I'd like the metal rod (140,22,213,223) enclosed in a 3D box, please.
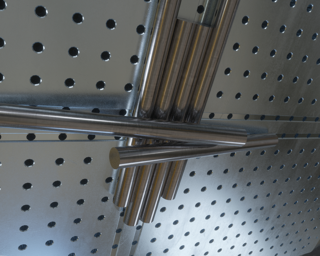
[{"bbox_3d":[0.014,0.010,0.425,0.025,0.025,0.298,1,118,-29],"label":"metal rod"}]

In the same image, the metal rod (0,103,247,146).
[{"bbox_3d":[-0.031,-0.001,0.363,0.302,0.025,0.025,5,116,-21],"label":"metal rod"}]

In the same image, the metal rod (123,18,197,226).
[{"bbox_3d":[-0.008,0.009,0.411,0.025,0.025,0.298,1,118,-29],"label":"metal rod"}]

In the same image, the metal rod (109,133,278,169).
[{"bbox_3d":[0.070,0.027,0.438,0.302,0.025,0.025,-3,120,-37],"label":"metal rod"}]

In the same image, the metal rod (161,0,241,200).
[{"bbox_3d":[0.048,-0.028,0.418,0.025,0.025,0.298,1,118,-29],"label":"metal rod"}]

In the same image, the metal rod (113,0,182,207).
[{"bbox_3d":[-0.020,-0.026,0.383,0.025,0.025,0.298,1,118,-29],"label":"metal rod"}]
